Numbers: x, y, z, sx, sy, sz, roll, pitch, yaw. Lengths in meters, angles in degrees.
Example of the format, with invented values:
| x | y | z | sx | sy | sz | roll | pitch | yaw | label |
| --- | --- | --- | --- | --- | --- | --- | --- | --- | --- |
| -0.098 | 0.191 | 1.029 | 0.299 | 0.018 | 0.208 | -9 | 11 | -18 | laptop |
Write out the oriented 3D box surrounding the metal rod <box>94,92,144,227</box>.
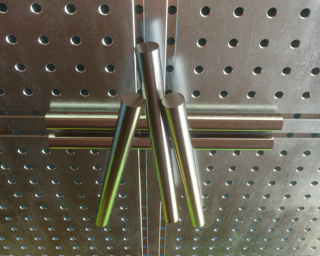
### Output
| x | y | z | sx | sy | sz | roll | pitch | yaw | label |
| --- | --- | --- | --- | --- | --- | --- | --- | --- | --- |
| -0.066 | 0.067 | 0.443 | 0.025 | 0.025 | 0.298 | 11 | 136 | -10 | metal rod |

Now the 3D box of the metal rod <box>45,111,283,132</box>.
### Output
| x | y | z | sx | sy | sz | roll | pitch | yaw | label |
| --- | --- | --- | --- | --- | --- | --- | --- | --- | --- |
| 0.006 | -0.009 | 0.405 | 0.302 | 0.025 | 0.025 | 1 | 130 | -1 | metal rod |

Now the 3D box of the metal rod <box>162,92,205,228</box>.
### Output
| x | y | z | sx | sy | sz | roll | pitch | yaw | label |
| --- | --- | --- | --- | --- | --- | --- | --- | --- | --- |
| 0.041 | 0.068 | 0.446 | 0.025 | 0.025 | 0.299 | -8 | 137 | 6 | metal rod |

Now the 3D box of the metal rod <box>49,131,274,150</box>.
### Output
| x | y | z | sx | sy | sz | roll | pitch | yaw | label |
| --- | --- | --- | --- | --- | --- | --- | --- | --- | --- |
| 0.003 | 0.018 | 0.427 | 0.302 | 0.025 | 0.025 | 1 | 130 | -1 | metal rod |

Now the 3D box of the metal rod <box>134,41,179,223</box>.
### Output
| x | y | z | sx | sy | sz | roll | pitch | yaw | label |
| --- | --- | --- | --- | --- | --- | --- | --- | --- | --- |
| 0.002 | 0.031 | 0.406 | 0.025 | 0.025 | 0.298 | -5 | 130 | 4 | metal rod |
